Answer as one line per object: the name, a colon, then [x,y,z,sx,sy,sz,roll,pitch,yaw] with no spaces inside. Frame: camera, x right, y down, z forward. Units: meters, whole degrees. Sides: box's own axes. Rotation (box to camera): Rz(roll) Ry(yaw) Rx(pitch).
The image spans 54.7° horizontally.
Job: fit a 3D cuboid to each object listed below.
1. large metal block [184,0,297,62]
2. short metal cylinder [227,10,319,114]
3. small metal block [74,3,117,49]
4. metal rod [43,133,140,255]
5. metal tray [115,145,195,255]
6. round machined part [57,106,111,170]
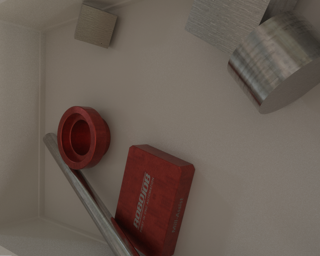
large metal block: [0.081,-0.121,0.312,0.080,0.050,0.079,41,128,32]
short metal cylinder: [0.109,-0.057,0.280,0.080,0.081,0.050,-45,64,31]
small metal block: [-0.097,-0.152,0.463,0.025,0.050,0.050,-123,49,-59]
metal rod: [-0.117,0.094,0.474,0.300,0.025,0.025,41,115,41]
metal tray: [-0.012,0.096,0.411,0.090,0.030,0.129,21,103,37]
round machined part: [-0.116,0.015,0.489,0.098,0.042,0.097,0,90,39]
